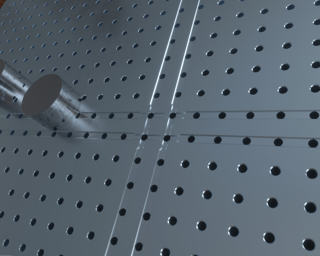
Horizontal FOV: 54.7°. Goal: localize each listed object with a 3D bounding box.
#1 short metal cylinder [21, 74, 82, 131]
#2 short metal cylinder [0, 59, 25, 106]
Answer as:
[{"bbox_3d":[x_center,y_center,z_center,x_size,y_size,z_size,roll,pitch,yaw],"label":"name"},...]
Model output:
[{"bbox_3d":[-0.178,-0.042,0.512,0.080,0.050,0.080,-13,56,21],"label":"short metal cylinder"},{"bbox_3d":[-0.320,-0.090,0.615,0.080,0.050,0.080,-13,56,21],"label":"short metal cylinder"}]
